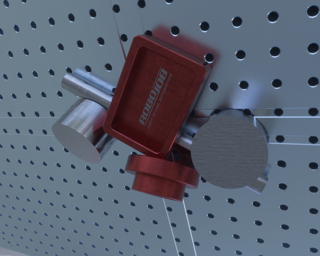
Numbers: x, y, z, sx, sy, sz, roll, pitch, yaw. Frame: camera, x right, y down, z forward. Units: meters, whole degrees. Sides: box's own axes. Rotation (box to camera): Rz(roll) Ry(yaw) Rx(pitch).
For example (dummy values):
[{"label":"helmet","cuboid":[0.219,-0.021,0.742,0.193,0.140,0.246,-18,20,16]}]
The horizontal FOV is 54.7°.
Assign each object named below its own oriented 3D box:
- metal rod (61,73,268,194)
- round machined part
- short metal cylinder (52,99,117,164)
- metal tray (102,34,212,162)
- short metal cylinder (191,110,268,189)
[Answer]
[{"label":"metal rod","cuboid":[-0.001,0.002,0.413,0.301,0.025,0.025,28,128,10]},{"label":"round machined part","cuboid":[0.001,0.069,0.407,0.098,0.042,0.098,13,166,4]},{"label":"short metal cylinder","cuboid":[-0.103,0.005,0.437,0.080,0.050,0.080,23,146,17]},{"label":"metal tray","cuboid":[-0.007,-0.034,0.372,0.090,0.030,0.129,28,115,10]},{"label":"short metal cylinder","cuboid":[0.080,0.022,0.351,0.080,0.050,0.079,4,102,16]}]
